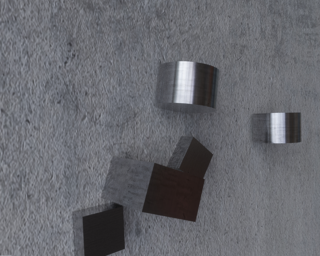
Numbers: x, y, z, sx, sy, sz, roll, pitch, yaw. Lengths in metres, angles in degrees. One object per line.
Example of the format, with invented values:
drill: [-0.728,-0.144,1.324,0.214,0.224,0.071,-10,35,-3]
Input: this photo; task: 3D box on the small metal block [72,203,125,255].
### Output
small metal block: [-0.069,0.116,0.349,0.050,0.025,0.050,-4,93,-40]

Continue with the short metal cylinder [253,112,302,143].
short metal cylinder: [0.204,-0.001,0.544,0.081,0.080,0.050,-3,92,-40]

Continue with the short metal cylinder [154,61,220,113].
short metal cylinder: [0.035,-0.050,0.400,0.081,0.080,0.050,9,85,-40]

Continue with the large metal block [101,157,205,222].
large metal block: [-0.008,0.071,0.364,0.080,0.080,0.050,23,75,-38]

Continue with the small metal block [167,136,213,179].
small metal block: [0.044,0.046,0.444,0.050,0.025,0.050,41,65,-33]
